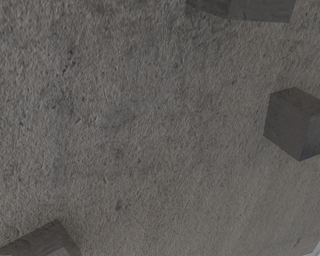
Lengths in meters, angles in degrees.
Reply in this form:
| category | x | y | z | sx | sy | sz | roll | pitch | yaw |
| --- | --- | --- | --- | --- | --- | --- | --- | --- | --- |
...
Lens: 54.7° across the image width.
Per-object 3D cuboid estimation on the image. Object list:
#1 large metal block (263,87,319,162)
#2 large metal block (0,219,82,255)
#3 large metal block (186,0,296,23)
| category | x | y | z | sx | sy | sz | roll | pitch | yaw |
| --- | --- | --- | --- | --- | --- | --- | --- | --- | --- |
| large metal block | 0.213 | -0.008 | 0.483 | 0.050 | 0.080 | 0.079 | -15 | 125 | -20 |
| large metal block | -0.156 | 0.183 | 0.419 | 0.080 | 0.050 | 0.080 | -26 | 128 | -12 |
| large metal block | 0.086 | -0.147 | 0.327 | 0.081 | 0.080 | 0.050 | -6 | 121 | -25 |
